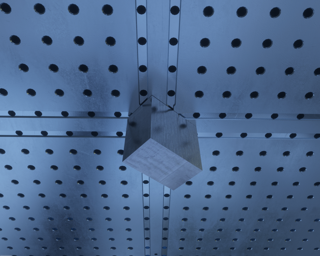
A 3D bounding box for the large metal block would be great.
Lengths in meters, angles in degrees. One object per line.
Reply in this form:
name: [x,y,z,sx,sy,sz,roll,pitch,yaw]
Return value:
large metal block: [0.003,0.019,0.391,0.080,0.080,0.050,34,123,-26]
